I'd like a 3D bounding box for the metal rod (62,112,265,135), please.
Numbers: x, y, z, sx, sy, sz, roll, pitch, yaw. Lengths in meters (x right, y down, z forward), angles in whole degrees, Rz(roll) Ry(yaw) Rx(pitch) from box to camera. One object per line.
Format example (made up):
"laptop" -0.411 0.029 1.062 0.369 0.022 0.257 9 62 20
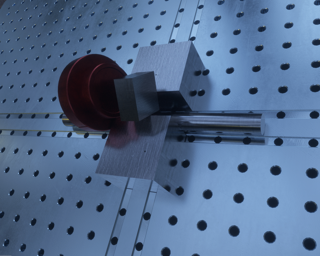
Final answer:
"metal rod" -0.015 -0.010 0.422 0.300 0.025 0.025 2 63 29

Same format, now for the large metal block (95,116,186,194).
"large metal block" -0.022 0.031 0.385 0.080 0.050 0.080 1 62 29

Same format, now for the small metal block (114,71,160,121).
"small metal block" -0.027 -0.039 0.374 0.025 0.050 0.050 1 18 29

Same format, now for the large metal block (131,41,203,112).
"large metal block" 0.008 -0.069 0.431 0.080 0.050 0.080 1 62 28

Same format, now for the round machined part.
"round machined part" -0.073 -0.045 0.390 0.042 0.098 0.098 -4 59 43
